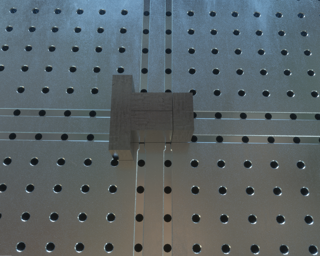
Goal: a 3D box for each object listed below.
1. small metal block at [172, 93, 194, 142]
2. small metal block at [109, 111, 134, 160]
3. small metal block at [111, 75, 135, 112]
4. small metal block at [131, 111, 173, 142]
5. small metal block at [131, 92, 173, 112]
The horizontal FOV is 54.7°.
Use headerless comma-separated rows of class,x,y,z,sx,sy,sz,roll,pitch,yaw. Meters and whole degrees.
small metal block,0.028,-0.013,0.403,0.025,0.050,0.050,0,70,0
small metal block,-0.048,0.011,0.393,0.025,0.050,0.050,0,70,0
small metal block,-0.048,-0.036,0.410,0.025,0.050,0.050,0,70,0
small metal block,-0.010,-0.001,0.398,0.050,0.050,0.025,0,70,-1
small metal block,-0.010,-0.024,0.406,0.050,0.050,0.025,0,70,-1
